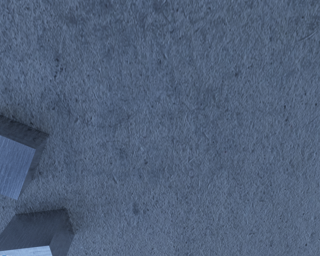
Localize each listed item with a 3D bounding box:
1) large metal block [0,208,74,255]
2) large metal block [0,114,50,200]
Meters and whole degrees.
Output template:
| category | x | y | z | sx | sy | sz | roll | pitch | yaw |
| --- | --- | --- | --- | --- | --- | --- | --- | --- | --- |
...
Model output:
| category | x | y | z | sx | sy | sz | roll | pitch | yaw |
| --- | --- | --- | --- | --- | --- | --- | --- | --- | --- |
| large metal block | -0.177 | 0.163 | 0.439 | 0.080 | 0.080 | 0.050 | -7 | 110 | 2 |
| large metal block | -0.205 | 0.035 | 0.408 | 0.080 | 0.050 | 0.080 | 24 | 108 | -9 |
